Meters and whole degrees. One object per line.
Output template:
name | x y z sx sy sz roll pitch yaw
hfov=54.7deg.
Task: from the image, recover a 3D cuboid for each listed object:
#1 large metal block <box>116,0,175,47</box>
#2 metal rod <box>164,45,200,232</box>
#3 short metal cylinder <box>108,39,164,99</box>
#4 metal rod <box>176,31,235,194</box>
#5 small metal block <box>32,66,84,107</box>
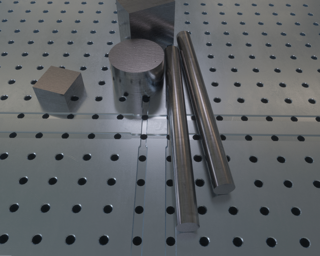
large metal block | -0.023 -0.178 0.521 0.081 0.080 0.050 -22 54 -18
metal rod | 0.024 -0.012 0.417 0.025 0.025 0.300 -1 50 -1
short metal cylinder | -0.034 -0.090 0.467 0.081 0.050 0.080 0 50 0
metal rod | 0.057 -0.045 0.445 0.025 0.025 0.300 -5 50 -4
small metal block | -0.149 -0.063 0.459 0.050 0.025 0.050 14 51 11
